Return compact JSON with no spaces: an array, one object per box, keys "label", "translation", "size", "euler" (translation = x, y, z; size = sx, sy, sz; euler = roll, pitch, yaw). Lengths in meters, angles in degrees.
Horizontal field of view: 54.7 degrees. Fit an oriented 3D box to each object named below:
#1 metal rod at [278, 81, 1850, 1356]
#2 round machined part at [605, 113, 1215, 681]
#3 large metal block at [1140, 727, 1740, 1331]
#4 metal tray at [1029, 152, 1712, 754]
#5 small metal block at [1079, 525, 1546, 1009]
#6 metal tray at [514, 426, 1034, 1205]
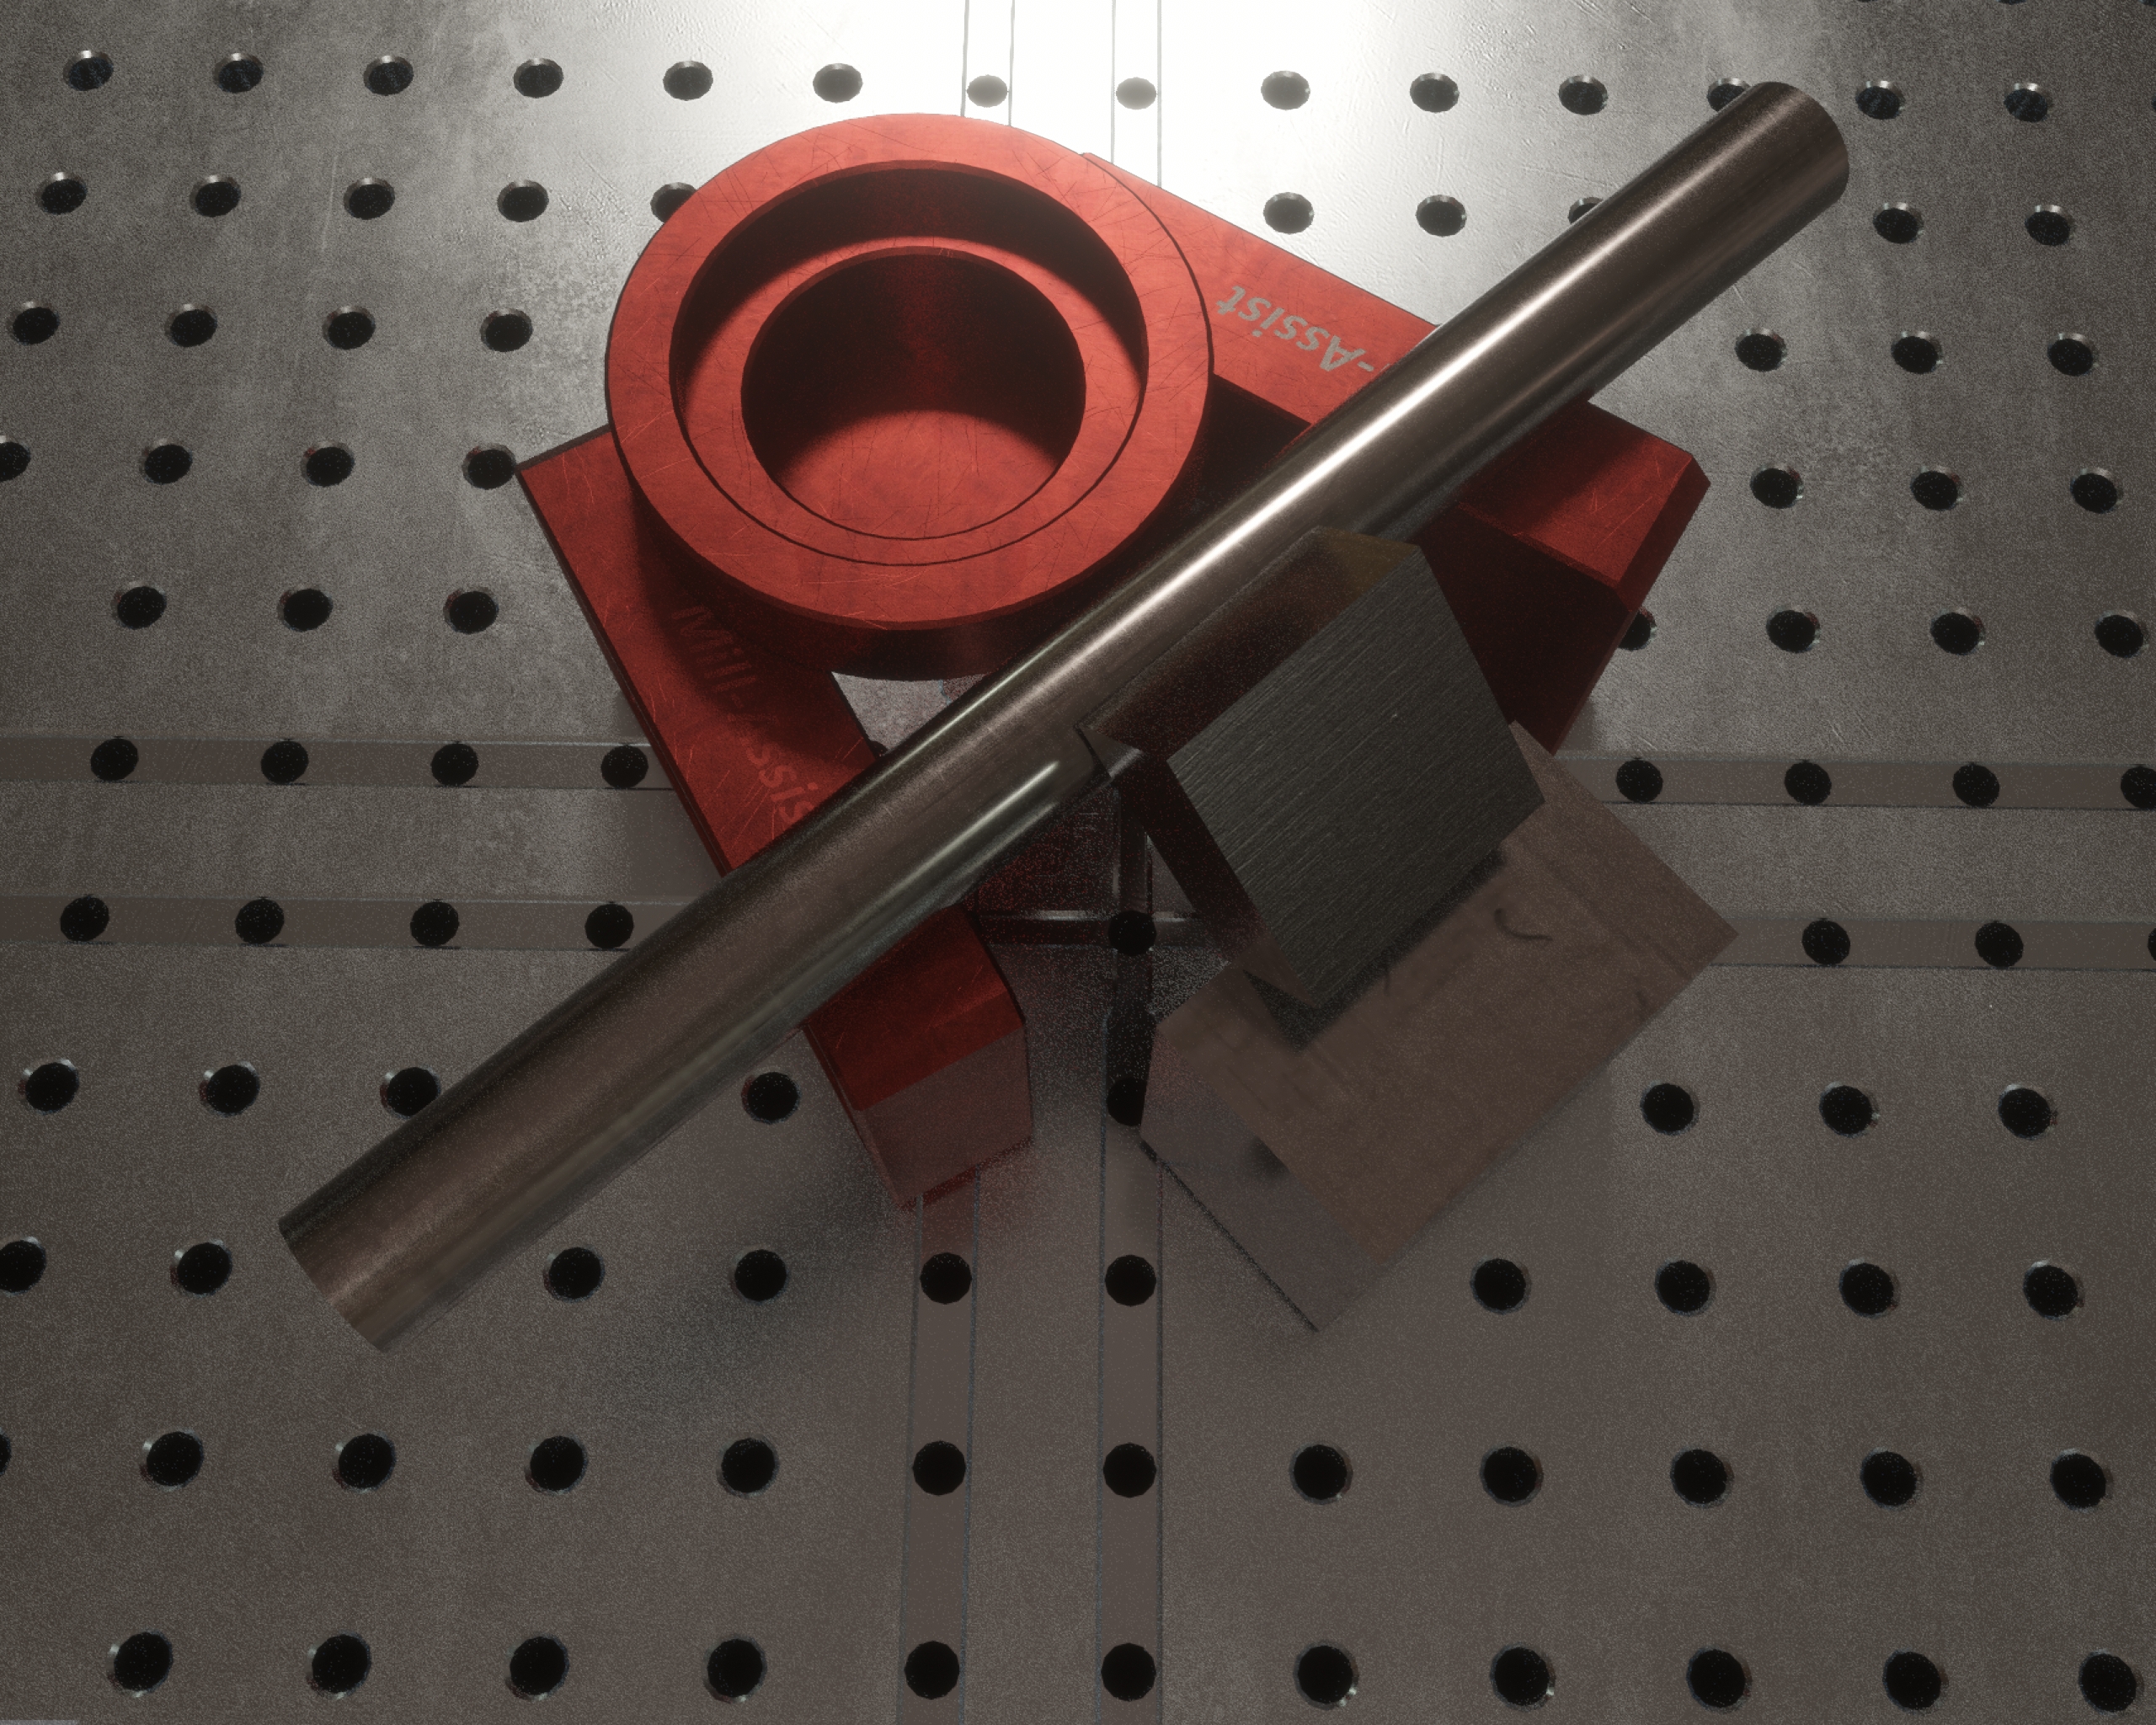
[{"label":"metal rod","translation":[0.010,-0.032,0.328],"size":[0.301,0.025,0.025],"euler":[-39,75,-13]},{"label":"round machined part","translation":[-0.027,-0.075,0.357],"size":[0.099,0.042,0.098],"euler":[0,70,-1]},{"label":"large metal block","translation":[0.059,0.032,0.368],"size":[0.080,0.080,0.050],"euler":[-40,75,-13]},{"label":"metal tray","translation":[0.046,-0.073,0.403],"size":[0.130,0.090,0.030],"euler":[30,74,10]},{"label":"small metal block","translation":[0.037,-0.015,0.317],"size":[0.050,0.050,0.025],"euler":[-41,31,-14]},{"label":"metal tray","translation":[-0.053,-0.008,0.379],"size":[0.030,0.090,0.130],"euler":[-28,73,-10]}]
